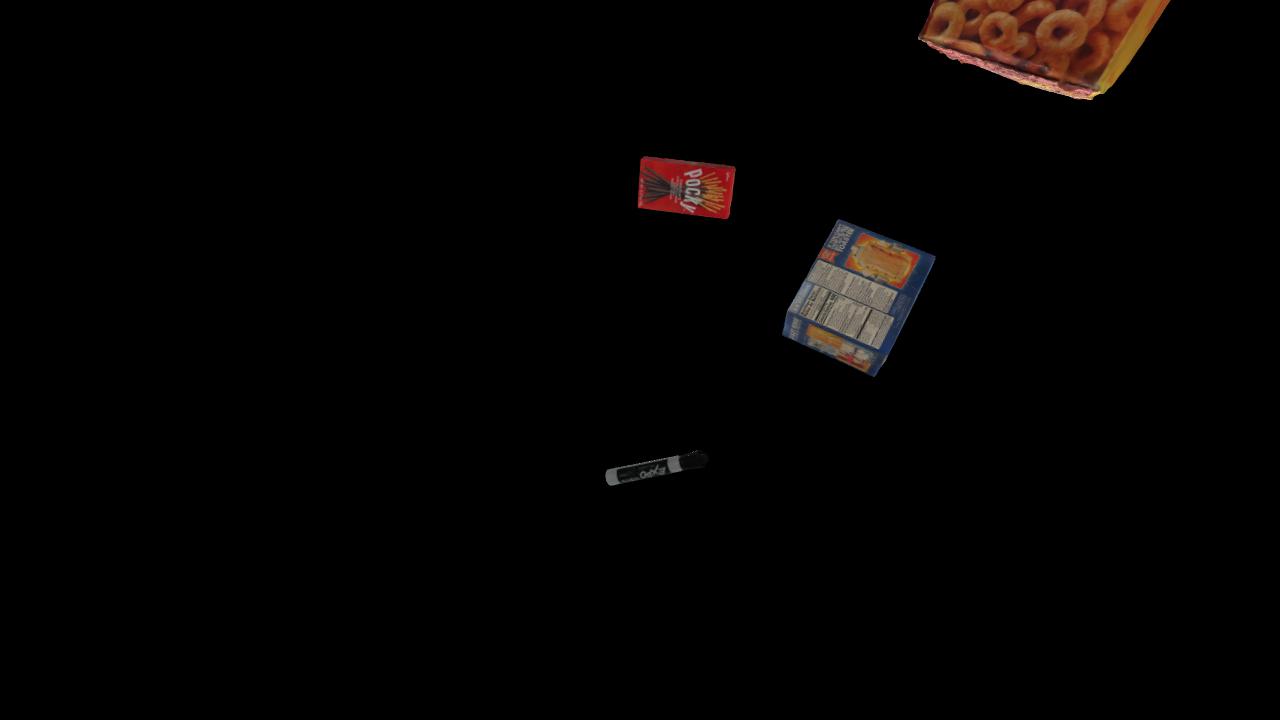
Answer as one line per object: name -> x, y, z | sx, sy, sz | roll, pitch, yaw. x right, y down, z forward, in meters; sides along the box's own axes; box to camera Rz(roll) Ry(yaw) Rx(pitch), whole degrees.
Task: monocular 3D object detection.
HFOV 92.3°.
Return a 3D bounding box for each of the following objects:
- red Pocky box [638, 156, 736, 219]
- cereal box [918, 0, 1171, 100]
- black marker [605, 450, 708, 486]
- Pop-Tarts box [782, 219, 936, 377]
red Pocky box -> 0.074, -0.282, 1.006 | 0.155, 0.083, 0.028 | 9, 30, 10
cereal box -> 0.228, -0.264, 0.229 | 0.081, 0.306, 0.203 | 31, 33, 21
black marker -> 0.017, 0.116, 0.661 | 0.121, 0.020, 0.020 | -17, -8, 27
Pop-Tarts box -> 0.298, -0.086, 0.849 | 0.141, 0.167, 0.083 | 27, -18, 17
